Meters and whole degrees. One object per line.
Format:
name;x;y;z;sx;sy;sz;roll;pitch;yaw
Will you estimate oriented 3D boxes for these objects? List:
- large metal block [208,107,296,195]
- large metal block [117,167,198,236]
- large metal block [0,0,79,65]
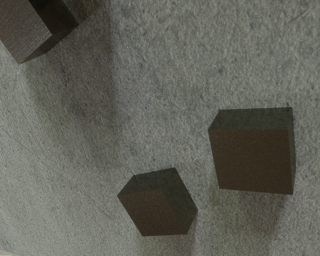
large metal block;0.106;0.025;0.349;0.080;0.050;0.080;-1;118;28
large metal block;-0.003;0.111;0.459;0.080;0.050;0.080;-16;110;34
large metal block;-0.165;-0.139;0.389;0.080;0.050;0.080;-23;106;36
